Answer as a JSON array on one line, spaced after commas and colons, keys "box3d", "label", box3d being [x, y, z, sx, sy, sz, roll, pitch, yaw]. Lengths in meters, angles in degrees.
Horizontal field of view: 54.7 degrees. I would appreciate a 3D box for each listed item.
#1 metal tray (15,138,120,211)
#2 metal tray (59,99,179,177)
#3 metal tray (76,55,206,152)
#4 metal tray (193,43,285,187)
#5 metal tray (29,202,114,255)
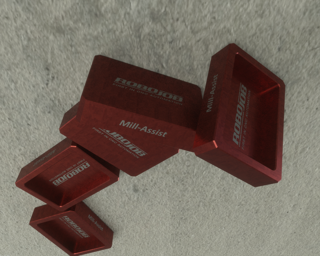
[{"box3d": [-0.135, 0.069, 0.460, 0.130, 0.030, 0.090, -31, 124, 23], "label": "metal tray"}, {"box3d": [-0.049, 0.007, 0.401, 0.090, 0.030, 0.130, -33, 126, 29], "label": "metal tray"}, {"box3d": [-0.016, -0.028, 0.339, 0.131, 0.090, 0.030, 15, 128, -13], "label": "metal tray"}, {"box3d": [0.089, -0.015, 0.326, 0.090, 0.130, 0.030, 29, 148, -23], "label": "metal tray"}, {"box3d": [-0.154, 0.180, 0.555, 0.090, 0.030, 0.130, -19, 128, 15], "label": "metal tray"}]
